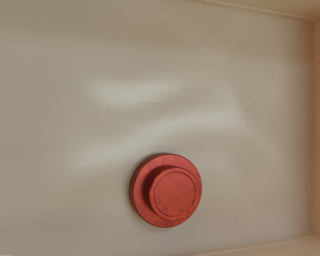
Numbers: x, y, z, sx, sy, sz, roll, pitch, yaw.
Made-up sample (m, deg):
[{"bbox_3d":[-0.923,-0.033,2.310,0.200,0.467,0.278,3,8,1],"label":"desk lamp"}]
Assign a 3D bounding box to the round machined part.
[{"bbox_3d":[0.012,0.083,0.407,0.099,0.042,0.097,0,90,-21],"label":"round machined part"}]
